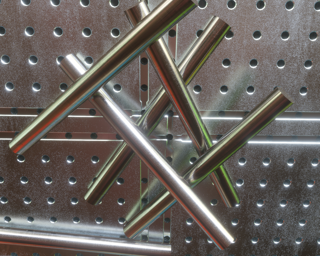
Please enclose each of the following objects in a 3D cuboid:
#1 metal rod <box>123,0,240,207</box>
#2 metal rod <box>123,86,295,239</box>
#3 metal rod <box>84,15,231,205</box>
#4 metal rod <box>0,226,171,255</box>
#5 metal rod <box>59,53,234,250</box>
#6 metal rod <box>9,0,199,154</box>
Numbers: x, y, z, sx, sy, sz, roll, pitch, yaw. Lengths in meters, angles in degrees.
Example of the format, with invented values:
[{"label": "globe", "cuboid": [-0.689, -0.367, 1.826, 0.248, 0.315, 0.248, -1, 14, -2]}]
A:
[{"label": "metal rod", "cuboid": [0.039, -0.011, 0.388, 0.025, 0.025, 0.299, -25, 116, 9]}, {"label": "metal rod", "cuboid": [0.045, 0.061, 0.401, 0.025, 0.025, 0.299, 36, 119, -12]}, {"label": "metal rod", "cuboid": [-0.012, -0.011, 0.408, 0.025, 0.025, 0.299, 34, 106, -12]}, {"label": "metal rod", "cuboid": [-0.134, 0.175, 0.476, 0.302, 0.025, 0.025, 7, 110, -3]}, {"label": "metal rod", "cuboid": [-0.016, 0.029, 0.384, 0.025, 0.025, 0.300, -41, 91, 13]}, {"label": "metal rod", "cuboid": [-0.083, -0.049, 0.353, 0.299, 0.025, 0.025, -34, 108, 28]}]
